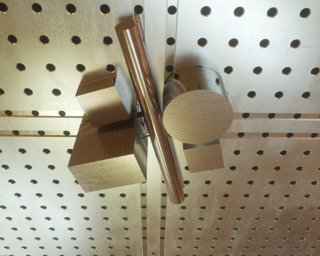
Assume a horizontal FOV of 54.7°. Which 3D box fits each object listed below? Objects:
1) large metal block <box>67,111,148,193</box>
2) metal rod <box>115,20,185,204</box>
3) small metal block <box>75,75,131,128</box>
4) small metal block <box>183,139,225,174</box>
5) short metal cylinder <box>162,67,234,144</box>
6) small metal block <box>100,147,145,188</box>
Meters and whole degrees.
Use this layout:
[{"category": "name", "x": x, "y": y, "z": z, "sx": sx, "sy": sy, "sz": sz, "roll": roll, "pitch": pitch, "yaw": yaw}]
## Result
[{"category": "large metal block", "x": -0.062, "y": 0.030, "z": 0.398, "sx": 0.080, "sy": 0.080, "sz": 0.050, "roll": -12, "pitch": 129, "yaw": 9}, {"category": "metal rod", "x": -0.003, "y": 0.004, "z": 0.415, "sx": 0.025, "sy": 0.025, "sz": 0.298, "roll": -10, "pitch": 130, "yaw": 8}, {"category": "small metal block", "x": -0.068, "y": -0.032, "z": 0.383, "sx": 0.050, "sy": 0.025, "sz": 0.050, "roll": -14, "pitch": 129, "yaw": 10}, {"category": "small metal block", "x": 0.062, "y": 0.035, "z": 0.443, "sx": 0.050, "sy": 0.025, "sz": 0.050, "roll": -11, "pitch": 130, "yaw": 9}, {"category": "short metal cylinder", "x": 0.043, "y": -0.026, "z": 0.373, "sx": 0.081, "sy": 0.050, "sz": 0.079, "roll": 0, "pitch": 130, "yaw": 0}, {"category": "small metal block", "x": -0.055, "y": 0.059, "z": 0.461, "sx": 0.050, "sy": 0.025, "sz": 0.050, "roll": -12, "pitch": 129, "yaw": 9}]
